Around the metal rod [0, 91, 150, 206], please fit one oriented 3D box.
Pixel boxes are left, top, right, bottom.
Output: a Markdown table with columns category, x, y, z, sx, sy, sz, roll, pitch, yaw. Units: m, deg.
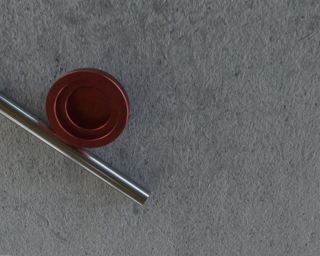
| category | x | y | z | sx | sy | sz | roll | pitch | yaw |
| --- | --- | --- | --- | --- | --- | --- | --- | --- | --- |
| metal rod | -0.140 | 0.014 | 0.413 | 0.301 | 0.025 | 0.025 | 36 | 106 | -13 |

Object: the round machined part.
| category | x | y | z | sx | sy | sz | roll | pitch | yaw |
| --- | --- | --- | --- | --- | --- | --- | --- | --- | --- |
| round machined part | -0.087 | -0.027 | 0.390 | 0.099 | 0.042 | 0.097 | 0 | 110 | 0 |
